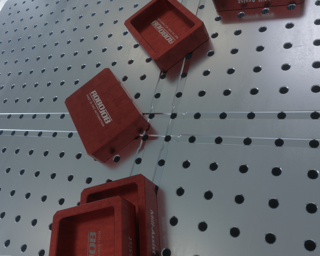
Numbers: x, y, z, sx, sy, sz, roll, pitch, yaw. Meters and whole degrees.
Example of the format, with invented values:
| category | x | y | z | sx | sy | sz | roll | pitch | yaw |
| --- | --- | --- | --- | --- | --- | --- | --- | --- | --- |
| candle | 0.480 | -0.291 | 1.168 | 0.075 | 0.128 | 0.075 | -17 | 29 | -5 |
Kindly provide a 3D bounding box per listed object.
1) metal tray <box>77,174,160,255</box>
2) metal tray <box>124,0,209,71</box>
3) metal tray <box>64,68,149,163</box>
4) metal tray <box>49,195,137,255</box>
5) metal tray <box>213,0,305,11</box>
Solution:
| category | x | y | z | sx | sy | sz | roll | pitch | yaw |
| --- | --- | --- | --- | --- | --- | --- | --- | --- | --- |
| metal tray | -0.049 | 0.126 | 0.354 | 0.090 | 0.030 | 0.130 | -17 | 55 | 18 |
| metal tray | 0.006 | -0.159 | 0.499 | 0.090 | 0.030 | 0.130 | -37 | 51 | 3 |
| metal tray | -0.083 | -0.023 | 0.464 | 0.090 | 0.030 | 0.130 | -38 | 51 | 3 |
| metal tray | -0.069 | 0.143 | 0.315 | 0.090 | 0.030 | 0.130 | -17 | 55 | 18 |
| metal tray | 0.151 | -0.224 | 0.463 | 0.130 | 0.030 | 0.090 | 7 | 65 | 31 |
